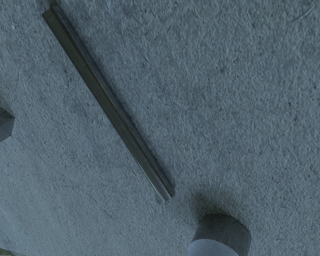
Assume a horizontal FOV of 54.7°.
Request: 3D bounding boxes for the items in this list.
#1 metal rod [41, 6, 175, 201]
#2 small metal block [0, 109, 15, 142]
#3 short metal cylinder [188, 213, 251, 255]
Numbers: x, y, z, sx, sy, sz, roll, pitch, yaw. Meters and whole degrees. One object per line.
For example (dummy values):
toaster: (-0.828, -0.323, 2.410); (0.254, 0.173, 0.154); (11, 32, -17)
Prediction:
metal rod: (-0.063, -0.023, 0.425); (0.025, 0.025, 0.299); (-21, 108, 36)
small metal block: (-0.287, 0.002, 0.543); (0.025, 0.050, 0.050); (37, 129, 3)
short metal cylinder: (0.088, 0.172, 0.451); (0.080, 0.050, 0.079); (13, 124, 21)
